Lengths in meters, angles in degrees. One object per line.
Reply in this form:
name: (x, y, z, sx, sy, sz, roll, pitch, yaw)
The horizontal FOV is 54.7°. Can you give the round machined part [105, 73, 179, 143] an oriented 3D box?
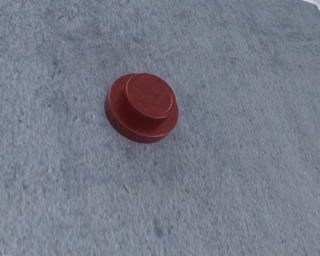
round machined part: (-0.019, -0.032, 0.404, 0.099, 0.042, 0.098, 14, 56, -21)
